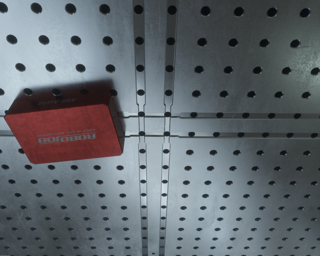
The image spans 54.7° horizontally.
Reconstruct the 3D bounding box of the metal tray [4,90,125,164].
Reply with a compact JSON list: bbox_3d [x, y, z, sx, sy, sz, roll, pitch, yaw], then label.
[{"bbox_3d":[-0.120,0.001,0.408,0.131,0.030,0.089,-6,130,4],"label":"metal tray"}]
